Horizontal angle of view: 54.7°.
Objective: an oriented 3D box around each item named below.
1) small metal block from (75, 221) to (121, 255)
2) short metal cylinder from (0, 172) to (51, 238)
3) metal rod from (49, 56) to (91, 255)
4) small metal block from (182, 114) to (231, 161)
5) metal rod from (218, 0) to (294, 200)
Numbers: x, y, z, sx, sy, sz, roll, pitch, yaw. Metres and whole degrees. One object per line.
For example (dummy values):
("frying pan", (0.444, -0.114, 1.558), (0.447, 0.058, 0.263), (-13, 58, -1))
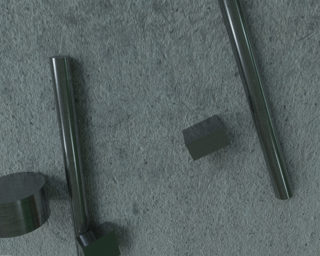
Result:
("small metal block", (-0.091, 0.176, 0.459), (0.050, 0.025, 0.050), (-23, 119, -29))
("short metal cylinder", (-0.193, 0.100, 0.416), (0.081, 0.080, 0.050), (-2, 110, 0))
("metal rod", (-0.119, 0.053, 0.428), (0.025, 0.025, 0.298), (-1, 110, 0))
("small metal block", (0.059, 0.011, 0.401), (0.050, 0.050, 0.025), (-26, 108, 9))
("metal rod", (0.126, -0.035, 0.397), (0.025, 0.025, 0.299), (-20, 109, 7))
